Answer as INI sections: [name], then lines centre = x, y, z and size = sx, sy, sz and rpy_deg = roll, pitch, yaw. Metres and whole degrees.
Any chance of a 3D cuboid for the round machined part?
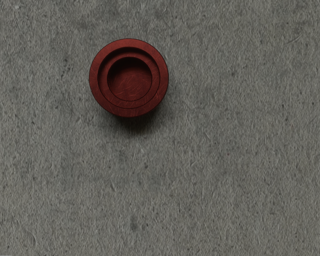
[round machined part]
centre = -0.038, -0.062, 0.401
size = 0.099, 0.042, 0.097
rpy_deg = 0, 90, 0
